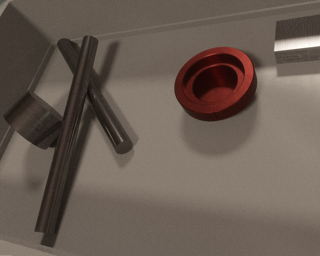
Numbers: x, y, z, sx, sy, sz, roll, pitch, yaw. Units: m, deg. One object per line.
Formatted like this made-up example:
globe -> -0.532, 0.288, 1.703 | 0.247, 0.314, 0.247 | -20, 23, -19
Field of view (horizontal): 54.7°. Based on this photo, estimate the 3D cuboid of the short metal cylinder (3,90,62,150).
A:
short metal cylinder -> -0.187, -0.012, 0.473 | 0.050, 0.080, 0.080 | -47, 52, -5

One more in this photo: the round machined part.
round machined part -> 0.071, -0.050, 0.387 | 0.098, 0.042, 0.098 | -13, 56, 20

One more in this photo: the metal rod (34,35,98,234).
metal rod -> -0.131, -0.004, 0.451 | 0.025, 0.025, 0.299 | -3, 67, 26

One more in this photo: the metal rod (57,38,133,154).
metal rod -> -0.117, -0.068, 0.506 | 0.025, 0.025, 0.300 | -38, 51, 2

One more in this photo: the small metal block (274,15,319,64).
small metal block -> 0.171, -0.109, 0.383 | 0.050, 0.025, 0.050 | -1, 61, 27
